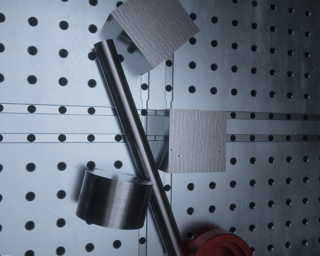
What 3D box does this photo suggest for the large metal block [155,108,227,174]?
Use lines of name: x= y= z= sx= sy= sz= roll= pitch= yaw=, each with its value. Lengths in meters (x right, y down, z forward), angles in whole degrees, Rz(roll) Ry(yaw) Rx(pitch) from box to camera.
large metal block: x=0.040 y=0.017 z=0.414 sx=0.081 sy=0.050 sz=0.080 roll=2 pitch=90 yaw=-20

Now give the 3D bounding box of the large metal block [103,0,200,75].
large metal block: x=-0.011 y=-0.127 z=0.395 sx=0.080 sy=0.050 sz=0.080 roll=-43 pitch=104 yaw=-15

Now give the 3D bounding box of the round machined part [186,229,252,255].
round machined part: x=0.077 y=0.190 z=0.432 sx=0.099 sy=0.042 sz=0.097 roll=0 pitch=90 yaw=-20

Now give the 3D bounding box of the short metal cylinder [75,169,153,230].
short metal cylinder: x=-0.053 y=0.082 z=0.364 sx=0.081 sy=0.080 sz=0.050 roll=14 pitch=86 yaw=-20

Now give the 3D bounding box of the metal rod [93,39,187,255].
metal rod: x=-0.023 y=0.034 z=0.404 sx=0.025 sy=0.025 sz=0.298 roll=-21 pitch=97 yaw=-19
